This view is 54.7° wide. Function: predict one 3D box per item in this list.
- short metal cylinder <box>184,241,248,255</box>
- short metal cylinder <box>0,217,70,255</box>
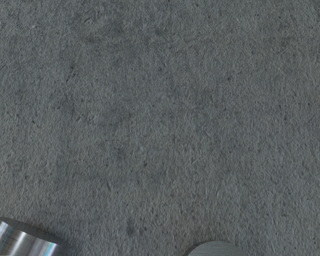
[{"bbox_3d":[0.060,0.164,0.335,0.081,0.050,0.080,0,70,0],"label":"short metal cylinder"},{"bbox_3d":[-0.145,0.134,0.329,0.080,0.080,0.050,21,72,7],"label":"short metal cylinder"}]
